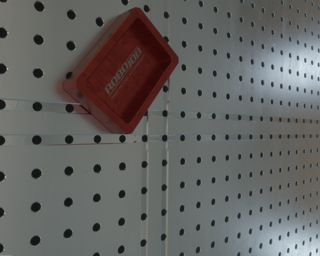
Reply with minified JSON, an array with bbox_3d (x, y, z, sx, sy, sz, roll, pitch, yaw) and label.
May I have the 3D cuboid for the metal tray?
[{"bbox_3d":[-0.040,-0.068,0.373,0.090,0.030,0.130,46,62,-30],"label":"metal tray"}]
